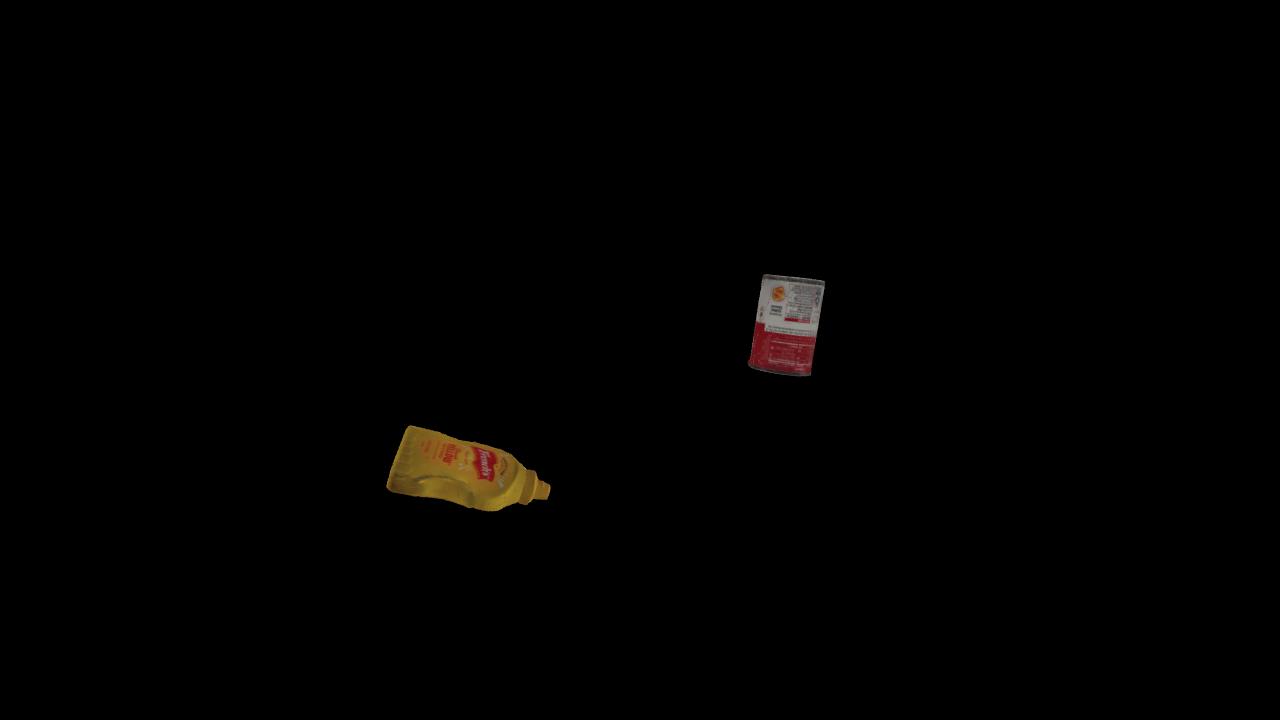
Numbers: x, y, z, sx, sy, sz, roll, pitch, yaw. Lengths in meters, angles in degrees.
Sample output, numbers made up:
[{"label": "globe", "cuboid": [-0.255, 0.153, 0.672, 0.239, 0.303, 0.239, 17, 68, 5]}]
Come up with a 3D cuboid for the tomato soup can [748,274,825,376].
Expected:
[{"label": "tomato soup can", "cuboid": [0.157, -0.038, 0.658, 0.068, 0.101, 0.068, 7, 9, -1]}]

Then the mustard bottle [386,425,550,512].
[{"label": "mustard bottle", "cuboid": [-0.195, 0.136, 0.730, 0.184, 0.054, 0.092, 18, 23, -16]}]
